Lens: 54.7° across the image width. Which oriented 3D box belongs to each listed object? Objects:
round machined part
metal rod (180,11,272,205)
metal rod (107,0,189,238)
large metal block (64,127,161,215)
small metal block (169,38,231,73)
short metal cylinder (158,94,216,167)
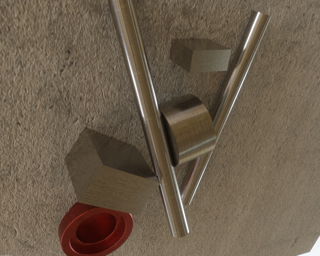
[{"bbox_3d":[-0.090,0.132,0.430,0.099,0.042,0.097,-14,125,-21],"label":"round machined part"},{"bbox_3d":[0.084,-0.014,0.446,0.025,0.025,0.298,5,116,-31],"label":"metal rod"},{"bbox_3d":[-0.007,0.002,0.358,0.025,0.025,0.298,-21,112,-17],"label":"metal rod"},{"bbox_3d":[-0.059,0.052,0.372,0.080,0.080,0.050,25,105,-37],"label":"large metal block"},{"bbox_3d":[0.046,-0.086,0.364,0.050,0.050,0.025,-8,122,-25],"label":"small metal block"},{"bbox_3d":[0.026,0.003,0.388,0.050,0.080,0.079,-21,127,-18],"label":"short metal cylinder"}]
